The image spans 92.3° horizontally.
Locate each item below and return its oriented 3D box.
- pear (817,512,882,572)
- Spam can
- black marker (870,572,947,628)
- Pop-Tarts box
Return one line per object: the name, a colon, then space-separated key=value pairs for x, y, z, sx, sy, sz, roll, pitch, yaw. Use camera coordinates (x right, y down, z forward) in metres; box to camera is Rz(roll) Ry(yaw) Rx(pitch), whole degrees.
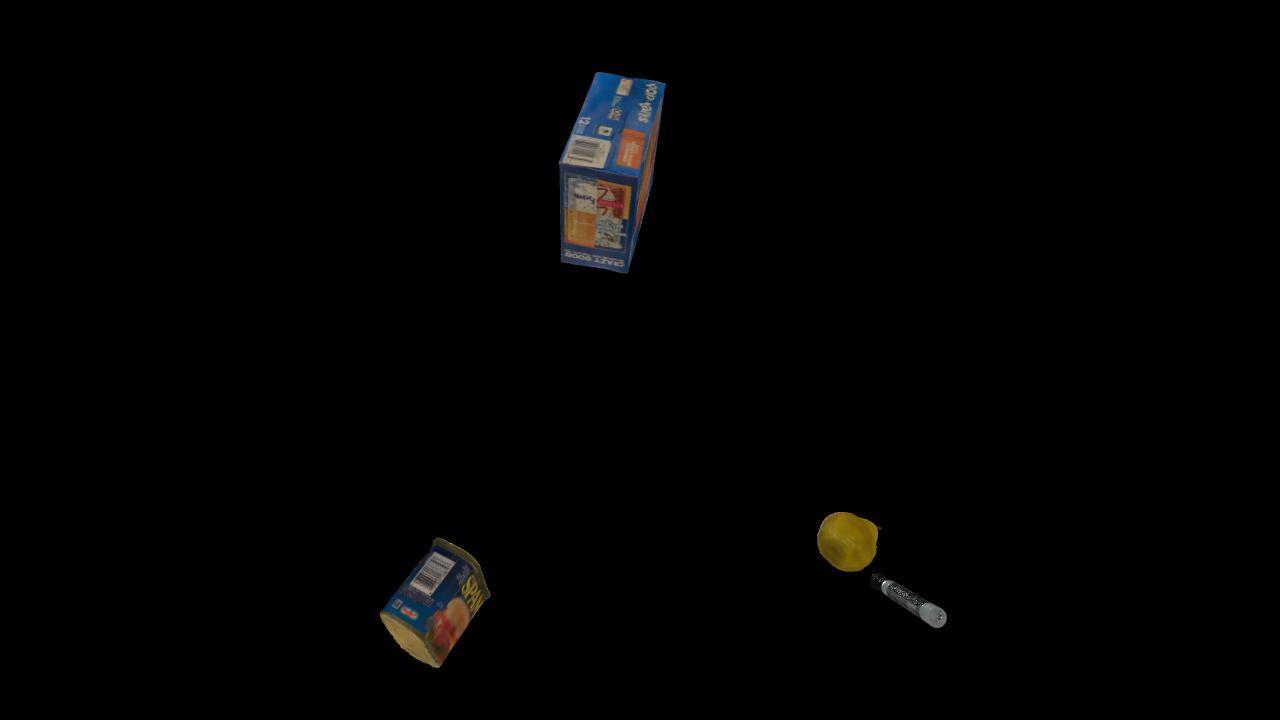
pear: x=0.301 y=0.243 z=0.861 sx=0.111 sy=0.080 sz=0.080 roll=-22 pitch=15 yaw=-41
Spam can: x=-0.202 y=0.243 z=0.613 sx=0.058 sy=0.101 sz=0.085 roll=19 pitch=47 yaw=18
black marker: x=0.267 y=0.240 z=0.623 sx=0.020 sy=0.020 sz=0.121 roll=0 pitch=-4 yaw=-5
Pop-Tarts box: x=-0.030 y=-0.208 z=0.689 sx=0.083 sy=0.167 sz=0.141 roll=12 pitch=-35 yaw=2
